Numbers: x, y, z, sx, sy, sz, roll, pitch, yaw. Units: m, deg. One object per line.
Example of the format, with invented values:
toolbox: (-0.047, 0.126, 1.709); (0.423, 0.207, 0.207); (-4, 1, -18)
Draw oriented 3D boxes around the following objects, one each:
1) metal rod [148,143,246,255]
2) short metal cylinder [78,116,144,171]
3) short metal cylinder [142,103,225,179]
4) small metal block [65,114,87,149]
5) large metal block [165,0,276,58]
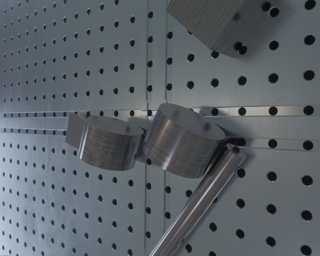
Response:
metal rod: (0.015, 0.144, 0.396); (0.025, 0.025, 0.298); (44, 116, 31)
short metal cylinder: (-0.068, 0.019, 0.429); (0.080, 0.081, 0.050); (25, 106, 37)
short metal cylinder: (0.026, 0.013, 0.352); (0.080, 0.081, 0.050); (38, 114, 33)
small metal block: (-0.129, 0.007, 0.516); (0.050, 0.025, 0.050); (20, 103, 38)
large metal block: (0.066, -0.137, 0.339); (0.080, 0.050, 0.080); (51, 120, 28)
